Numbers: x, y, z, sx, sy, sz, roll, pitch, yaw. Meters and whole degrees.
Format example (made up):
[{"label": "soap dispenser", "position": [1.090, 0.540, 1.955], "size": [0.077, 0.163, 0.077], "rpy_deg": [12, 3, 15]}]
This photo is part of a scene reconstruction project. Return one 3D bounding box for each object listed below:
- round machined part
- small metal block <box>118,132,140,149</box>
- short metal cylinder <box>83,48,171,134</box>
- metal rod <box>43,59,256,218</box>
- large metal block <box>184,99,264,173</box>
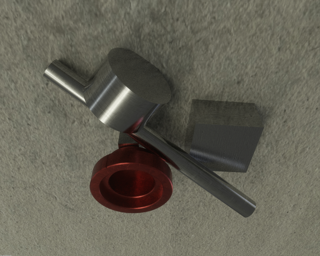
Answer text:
[{"label": "round machined part", "position": [-0.034, 0.060, 0.384], "size": [0.099, 0.042, 0.097], "rpy_deg": [-1, 132, 0]}, {"label": "small metal block", "position": [-0.038, 0.022, 0.411], "size": [0.025, 0.050, 0.050], "rpy_deg": [-2, 130, 1]}, {"label": "short metal cylinder", "position": [-0.035, -0.041, 0.337], "size": [0.080, 0.080, 0.050], "rpy_deg": [30, 124, -24]}, {"label": "metal rod", "position": [-0.004, 0.019, 0.376], "size": [0.301, 0.025, 0.025], "rpy_deg": [36, 122, -10]}, {"label": "large metal block", "position": [0.078, 0.011, 0.403], "size": [0.081, 0.050, 0.079], "rpy_deg": [3, 130, -4]}]
